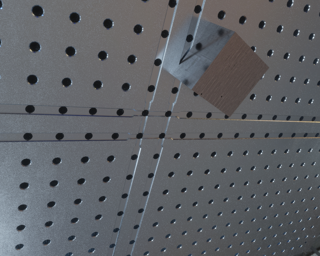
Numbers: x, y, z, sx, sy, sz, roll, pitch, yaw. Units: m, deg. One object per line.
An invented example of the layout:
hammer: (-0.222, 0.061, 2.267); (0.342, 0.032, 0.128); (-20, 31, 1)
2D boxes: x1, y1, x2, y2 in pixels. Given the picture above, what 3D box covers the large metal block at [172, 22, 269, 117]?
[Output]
large metal block: (0.077, -0.072, 0.394); (0.080, 0.050, 0.080); (29, 102, -38)
